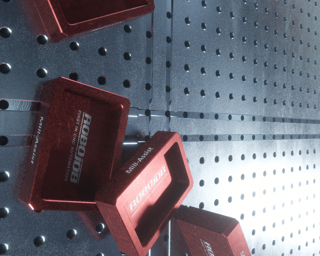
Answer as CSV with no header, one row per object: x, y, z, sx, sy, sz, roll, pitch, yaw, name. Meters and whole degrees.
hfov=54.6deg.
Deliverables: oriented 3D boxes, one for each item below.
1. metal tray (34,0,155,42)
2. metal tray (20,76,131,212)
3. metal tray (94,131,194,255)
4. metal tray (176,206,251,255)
-0.074,-0.157,0.342,0.131,0.030,0.090,-31,110,-35,metal tray
-0.086,0.021,0.332,0.091,0.030,0.129,15,80,-39,metal tray
-0.011,0.074,0.371,0.131,0.030,0.090,-45,128,-42,metal tray
0.083,0.178,0.435,0.030,0.090,0.129,-35,112,-34,metal tray
